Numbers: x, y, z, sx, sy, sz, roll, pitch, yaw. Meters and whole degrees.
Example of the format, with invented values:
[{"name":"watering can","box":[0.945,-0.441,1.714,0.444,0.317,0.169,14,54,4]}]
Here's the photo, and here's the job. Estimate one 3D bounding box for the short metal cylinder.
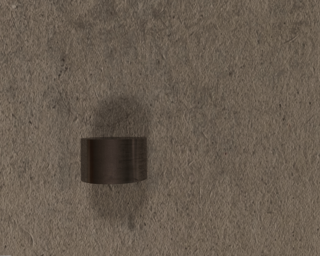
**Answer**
[{"name":"short metal cylinder","box":[-0.056,0.037,0.382,0.081,0.080,0.050,0,90,-1]}]
